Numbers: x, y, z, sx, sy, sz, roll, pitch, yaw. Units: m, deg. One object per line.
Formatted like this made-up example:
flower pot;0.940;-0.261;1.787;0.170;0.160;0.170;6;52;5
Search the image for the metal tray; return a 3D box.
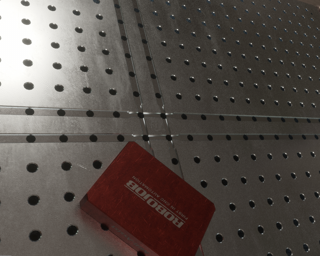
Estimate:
metal tray;-0.010;0.087;0.348;0.130;0.030;0.090;38;51;-3
